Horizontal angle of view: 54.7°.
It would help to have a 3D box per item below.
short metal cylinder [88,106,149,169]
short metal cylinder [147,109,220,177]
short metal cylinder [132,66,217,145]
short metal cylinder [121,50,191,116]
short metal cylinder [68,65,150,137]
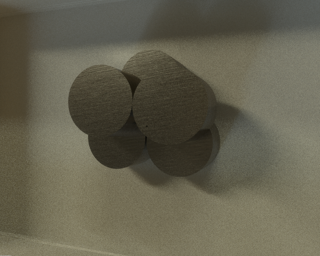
[{"bbox_3d":[-0.047,0.011,0.412,0.080,0.050,0.080,0,90,20],"label":"short metal cylinder"},{"bbox_3d":[0.030,0.017,0.385,0.080,0.050,0.080,0,90,20],"label":"short metal cylinder"},{"bbox_3d":[0.017,-0.023,0.335,0.080,0.050,0.080,0,90,20],"label":"short metal cylinder"},{"bbox_3d":[-0.005,-0.055,0.397,0.080,0.050,0.080,0,90,20],"label":"short metal cylinder"},{"bbox_3d":[-0.058,-0.030,0.363,0.080,0.050,0.080,0,90,20],"label":"short metal cylinder"}]
